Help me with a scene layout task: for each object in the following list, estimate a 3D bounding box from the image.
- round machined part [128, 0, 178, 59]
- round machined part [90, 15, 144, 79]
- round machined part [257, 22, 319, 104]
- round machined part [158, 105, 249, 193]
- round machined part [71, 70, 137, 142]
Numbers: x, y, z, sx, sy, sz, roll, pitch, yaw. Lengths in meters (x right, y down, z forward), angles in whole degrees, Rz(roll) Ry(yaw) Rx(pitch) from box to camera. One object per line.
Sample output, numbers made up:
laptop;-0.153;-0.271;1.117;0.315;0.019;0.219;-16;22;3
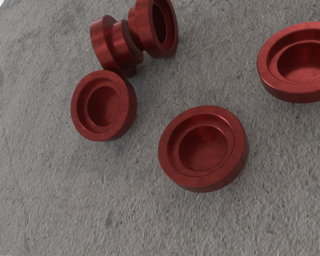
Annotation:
round machined part;-0.012;-0.150;0.456;0.042;0.098;0.098;-3;60;27
round machined part;-0.058;-0.122;0.463;0.042;0.098;0.098;-18;55;18
round machined part;0.164;-0.068;0.349;0.098;0.042;0.098;-13;56;21
round machined part;0.051;0.026;0.350;0.098;0.042;0.098;-13;56;21
round machined part;-0.074;-0.029;0.435;0.098;0.042;0.097;-2;85;26
